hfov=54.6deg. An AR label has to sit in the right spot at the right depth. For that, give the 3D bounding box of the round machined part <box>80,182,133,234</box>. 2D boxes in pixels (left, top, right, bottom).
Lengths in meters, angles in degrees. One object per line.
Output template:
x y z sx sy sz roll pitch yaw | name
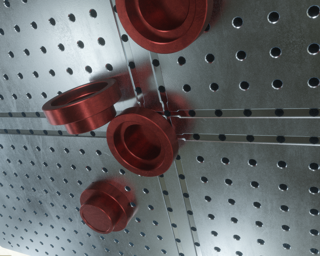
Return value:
-0.101 0.147 0.545 0.098 0.042 0.097 13 124 21 | round machined part

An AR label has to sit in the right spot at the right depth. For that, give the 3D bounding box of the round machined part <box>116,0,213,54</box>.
0.007 -0.130 0.317 0.098 0.042 0.097 13 124 21 | round machined part

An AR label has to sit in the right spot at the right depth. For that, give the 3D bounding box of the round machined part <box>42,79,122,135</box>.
-0.095 -0.026 0.399 0.098 0.098 0.042 -5 116 30 | round machined part

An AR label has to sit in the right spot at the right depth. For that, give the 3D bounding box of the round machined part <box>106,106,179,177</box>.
-0.020 0.015 0.420 0.098 0.042 0.097 13 124 21 | round machined part
